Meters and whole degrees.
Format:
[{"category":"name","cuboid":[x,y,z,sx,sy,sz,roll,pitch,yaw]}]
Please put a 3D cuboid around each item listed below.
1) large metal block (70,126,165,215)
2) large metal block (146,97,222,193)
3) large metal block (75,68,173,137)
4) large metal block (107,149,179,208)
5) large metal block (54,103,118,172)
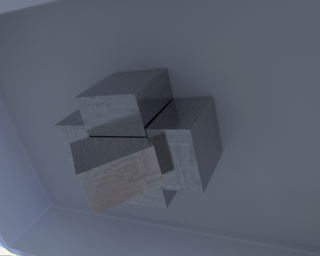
[{"category":"large metal block","cuboid":[-0.051,0.040,0.350,0.081,0.080,0.050,-20,115,-12]},{"category":"large metal block","cuboid":[0.033,0.017,0.362,0.050,0.080,0.080,0,118,28]},{"category":"large metal block","cuboid":[-0.039,-0.032,0.372,0.080,0.080,0.050,0,118,28]},{"category":"large metal block","cuboid":[-0.015,0.057,0.415,0.080,0.080,0.050,0,118,28]},{"category":"large metal block","cuboid":[-0.084,0.013,0.425,0.050,0.080,0.080,0,119,28]}]
